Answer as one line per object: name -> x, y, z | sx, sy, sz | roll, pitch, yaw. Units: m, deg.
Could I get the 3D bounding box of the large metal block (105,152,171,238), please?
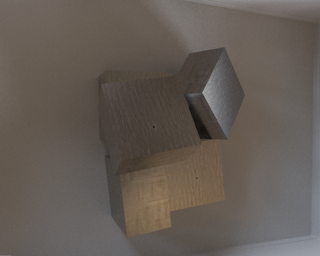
large metal block -> -0.029, 0.073, 0.370 | 0.050, 0.080, 0.079 | -7, 93, -20

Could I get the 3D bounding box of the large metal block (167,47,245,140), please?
large metal block -> 0.061, -0.042, 0.392 | 0.080, 0.050, 0.080 | 55, 50, -36

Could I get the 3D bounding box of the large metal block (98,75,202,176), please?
large metal block -> -0.014, -0.003, 0.322 | 0.081, 0.050, 0.080 | -10, 68, -20

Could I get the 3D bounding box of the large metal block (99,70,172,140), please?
large metal block -> -0.031, -0.026, 0.385 | 0.081, 0.050, 0.079 | -1, 91, -20

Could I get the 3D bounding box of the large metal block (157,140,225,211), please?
large metal block -> 0.034, 0.057, 0.407 | 0.081, 0.050, 0.079 | -6, 92, -20
